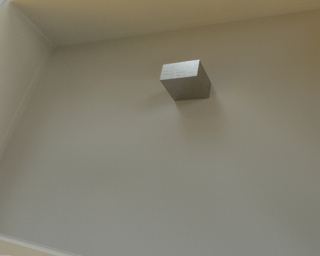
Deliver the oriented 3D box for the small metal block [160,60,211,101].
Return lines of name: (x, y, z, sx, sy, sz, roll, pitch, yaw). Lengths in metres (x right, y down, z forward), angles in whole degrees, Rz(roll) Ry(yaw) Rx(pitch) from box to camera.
small metal block: (0.035, -0.061, 0.408, 0.050, 0.050, 0.025, -2, 61, 27)
